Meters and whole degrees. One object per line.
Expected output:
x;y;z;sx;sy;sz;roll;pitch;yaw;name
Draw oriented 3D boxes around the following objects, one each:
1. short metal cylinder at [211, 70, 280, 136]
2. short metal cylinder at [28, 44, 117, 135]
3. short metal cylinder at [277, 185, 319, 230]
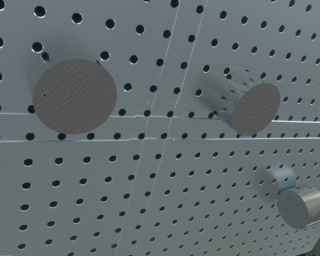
0.121;-0.036;0.439;0.081;0.050;0.079;-14;124;-21;short metal cylinder
-0.091;-0.040;0.320;0.081;0.050;0.079;-14;124;-21;short metal cylinder
0.288;0.160;0.632;0.050;0.080;0.079;-10;123;-23;short metal cylinder
